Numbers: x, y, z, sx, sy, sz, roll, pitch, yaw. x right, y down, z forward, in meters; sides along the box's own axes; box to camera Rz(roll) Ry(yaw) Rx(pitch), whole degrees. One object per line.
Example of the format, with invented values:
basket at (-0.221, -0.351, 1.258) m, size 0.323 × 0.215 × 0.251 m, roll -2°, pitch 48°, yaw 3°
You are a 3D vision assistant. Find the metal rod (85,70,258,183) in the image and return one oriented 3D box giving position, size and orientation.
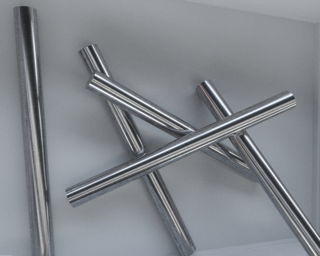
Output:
metal rod at (0.042, 0.011, 0.411) m, size 0.301 × 0.025 × 0.025 m, roll 29°, pitch 81°, yaw -24°

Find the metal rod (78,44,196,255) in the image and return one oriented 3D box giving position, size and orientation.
metal rod at (-0.025, 0.036, 0.402) m, size 0.025 × 0.025 × 0.299 m, roll -29°, pitch 100°, yaw -18°

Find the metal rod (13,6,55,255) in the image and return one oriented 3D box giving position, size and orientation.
metal rod at (-0.144, 0.014, 0.357) m, size 0.025 × 0.025 × 0.298 m, roll -4°, pitch 92°, yaw -20°

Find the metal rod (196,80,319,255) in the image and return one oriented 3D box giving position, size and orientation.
metal rod at (0.137, 0.063, 0.399) m, size 0.025 × 0.025 × 0.299 m, roll -27°, pitch 75°, yaw -18°

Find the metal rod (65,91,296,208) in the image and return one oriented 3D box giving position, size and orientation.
metal rod at (0.031, 0.023, 0.384) m, size 0.302 × 0.025 × 0.025 m, roll -24°, pitch 99°, yaw -7°
